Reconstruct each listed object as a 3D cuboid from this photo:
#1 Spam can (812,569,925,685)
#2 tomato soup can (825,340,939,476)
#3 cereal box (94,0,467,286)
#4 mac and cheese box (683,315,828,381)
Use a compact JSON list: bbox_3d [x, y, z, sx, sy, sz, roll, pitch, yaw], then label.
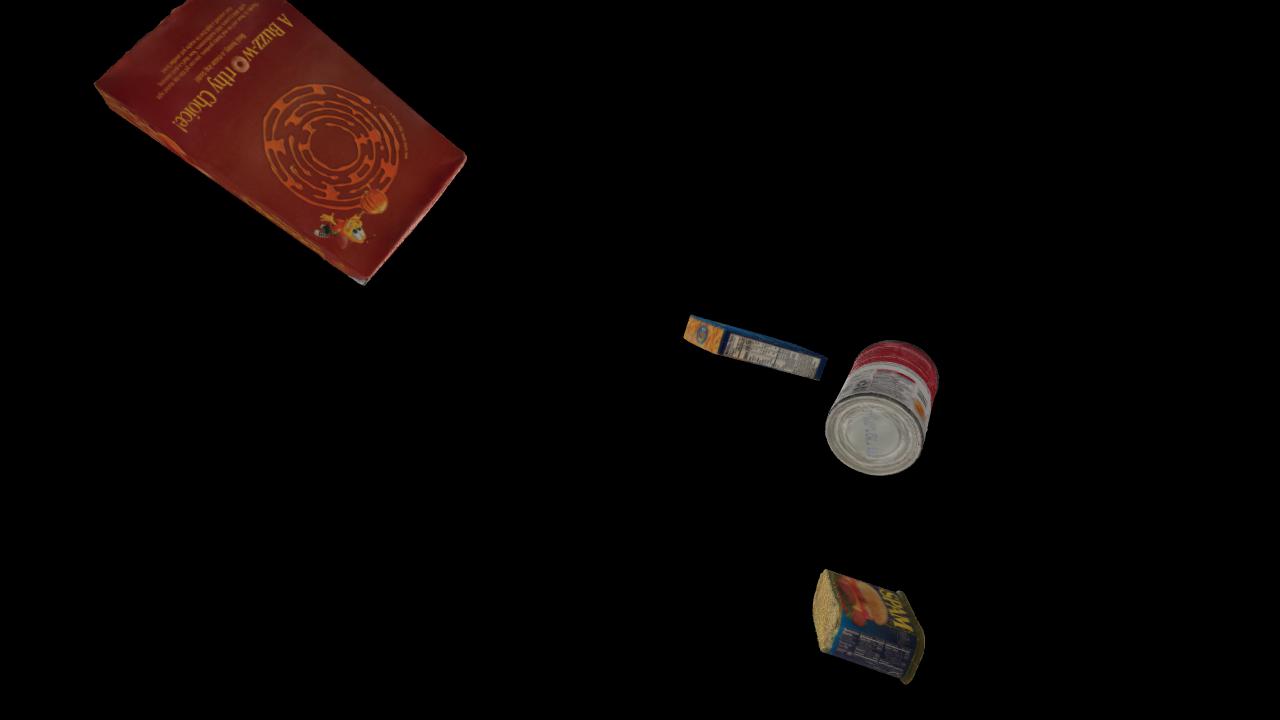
[{"bbox_3d":[0.227,0.267,0.626,0.085,0.058,0.101,17,11,6],"label":"Spam can"},{"bbox_3d":[0.185,0.034,0.466,0.068,0.068,0.101,0,23,31],"label":"tomato soup can"},{"bbox_3d":[-0.385,-0.257,0.706,0.306,0.203,0.081,39,-18,-25],"label":"cereal box"},{"bbox_3d":[0.161,-0.016,0.856,0.184,0.041,0.093,13,11,-28],"label":"mac and cheese box"}]
